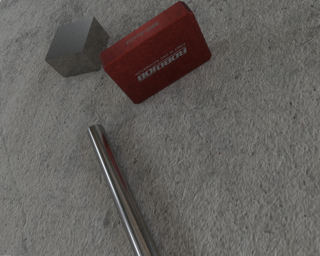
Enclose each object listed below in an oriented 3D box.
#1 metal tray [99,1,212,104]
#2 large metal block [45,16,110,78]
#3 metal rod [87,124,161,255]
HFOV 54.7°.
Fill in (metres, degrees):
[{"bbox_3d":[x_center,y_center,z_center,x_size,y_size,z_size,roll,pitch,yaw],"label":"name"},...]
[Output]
[{"bbox_3d":[-0.003,-0.097,0.422,0.130,0.090,0.030,-31,52,7],"label":"metal tray"},{"bbox_3d":[-0.145,-0.142,0.548,0.080,0.050,0.080,-6,59,25],"label":"large metal block"},{"bbox_3d":[-0.032,0.104,0.355,0.025,0.025,0.300,-35,51,5],"label":"metal rod"}]
